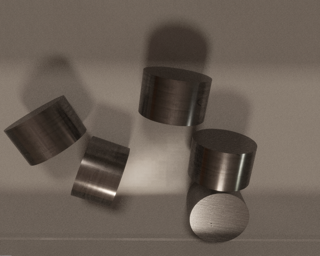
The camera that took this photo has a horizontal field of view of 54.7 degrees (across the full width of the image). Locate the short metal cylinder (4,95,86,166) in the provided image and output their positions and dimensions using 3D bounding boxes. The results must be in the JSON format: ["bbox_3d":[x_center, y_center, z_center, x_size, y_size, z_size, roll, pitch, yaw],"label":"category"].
[{"bbox_3d":[-0.139,0.002,0.381,0.080,0.080,0.050,-27,108,9],"label":"short metal cylinder"}]

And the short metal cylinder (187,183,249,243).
[{"bbox_3d":[0.080,0.114,0.441,0.081,0.050,0.079,0,110,-1],"label":"short metal cylinder"}]

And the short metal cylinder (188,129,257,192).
[{"bbox_3d":[0.079,0.039,0.397,0.081,0.080,0.050,5,110,-2],"label":"short metal cylinder"}]

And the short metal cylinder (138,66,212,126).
[{"bbox_3d":[0.017,-0.040,0.368,0.081,0.080,0.050,7,110,-3],"label":"short metal cylinder"}]

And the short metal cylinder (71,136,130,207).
[{"bbox_3d":[-0.076,0.056,0.402,0.050,0.080,0.079,20,109,-8],"label":"short metal cylinder"}]
